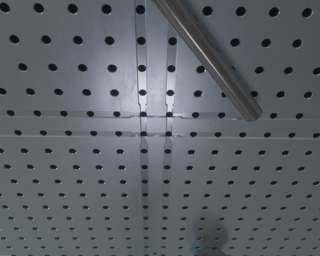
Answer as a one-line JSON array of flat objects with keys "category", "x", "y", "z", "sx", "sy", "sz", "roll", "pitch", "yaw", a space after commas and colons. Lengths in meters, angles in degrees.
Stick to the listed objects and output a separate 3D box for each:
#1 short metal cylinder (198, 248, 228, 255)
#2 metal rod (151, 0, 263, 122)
[{"category": "short metal cylinder", "x": 0.105, "y": 0.293, "z": 0.627, "sx": 0.081, "sy": 0.080, "sz": 0.050, "roll": 11, "pitch": 129, "yaw": -9}, {"category": "metal rod", "x": 0.027, "y": -0.107, "z": 0.320, "sx": 0.025, "sy": 0.025, "sz": 0.300, "roll": -31, "pitch": 124, "yaw": 23}]
